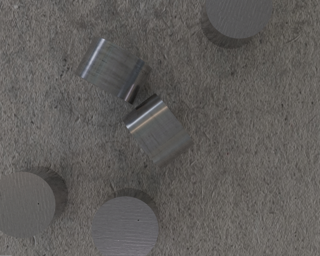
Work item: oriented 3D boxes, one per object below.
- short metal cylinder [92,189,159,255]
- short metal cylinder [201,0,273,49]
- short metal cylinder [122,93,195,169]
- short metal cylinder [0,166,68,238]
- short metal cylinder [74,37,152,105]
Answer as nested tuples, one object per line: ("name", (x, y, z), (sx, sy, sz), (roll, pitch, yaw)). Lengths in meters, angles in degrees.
("short metal cylinder", (-0.042, 0.122, 0.397), (0.081, 0.050, 0.080), (0, 90, 0))
("short metal cylinder", (0.096, -0.148, 0.398), (0.081, 0.050, 0.080), (0, 90, 0))
("short metal cylinder", (-0.002, 0.004, 0.382), (0.050, 0.080, 0.080), (-38, 90, 0))
("short metal cylinder", (-0.166, 0.092, 0.396), (0.081, 0.050, 0.080), (0, 90, 0))
("short metal cylinder", (-0.057, -0.069, 0.382), (0.080, 0.080, 0.050), (28, 90, 0))
